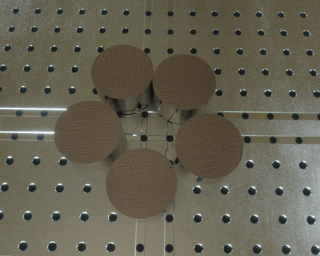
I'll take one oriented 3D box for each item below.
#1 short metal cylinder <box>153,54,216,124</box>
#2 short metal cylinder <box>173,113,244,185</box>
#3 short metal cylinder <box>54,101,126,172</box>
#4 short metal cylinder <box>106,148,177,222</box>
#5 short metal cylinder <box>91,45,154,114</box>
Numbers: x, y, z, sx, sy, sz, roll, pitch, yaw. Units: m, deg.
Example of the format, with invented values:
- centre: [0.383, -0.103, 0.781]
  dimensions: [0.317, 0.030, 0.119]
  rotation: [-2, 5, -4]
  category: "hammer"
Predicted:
- centre: [0.031, -0.051, 0.416]
  dimensions: [0.081, 0.050, 0.080]
  rotation: [0, 70, 0]
  category: "short metal cylinder"
- centre: [0.058, 0.028, 0.388]
  dimensions: [0.081, 0.050, 0.080]
  rotation: [0, 71, 0]
  category: "short metal cylinder"
- centre: [-0.086, 0.012, 0.393]
  dimensions: [0.081, 0.050, 0.080]
  rotation: [0, 70, 0]
  category: "short metal cylinder"
- centre: [-0.020, 0.069, 0.371]
  dimensions: [0.080, 0.050, 0.080]
  rotation: [0, 70, 0]
  category: "short metal cylinder"
- centre: [-0.048, -0.065, 0.421]
  dimensions: [0.081, 0.050, 0.080]
  rotation: [0, 70, 0]
  category: "short metal cylinder"
